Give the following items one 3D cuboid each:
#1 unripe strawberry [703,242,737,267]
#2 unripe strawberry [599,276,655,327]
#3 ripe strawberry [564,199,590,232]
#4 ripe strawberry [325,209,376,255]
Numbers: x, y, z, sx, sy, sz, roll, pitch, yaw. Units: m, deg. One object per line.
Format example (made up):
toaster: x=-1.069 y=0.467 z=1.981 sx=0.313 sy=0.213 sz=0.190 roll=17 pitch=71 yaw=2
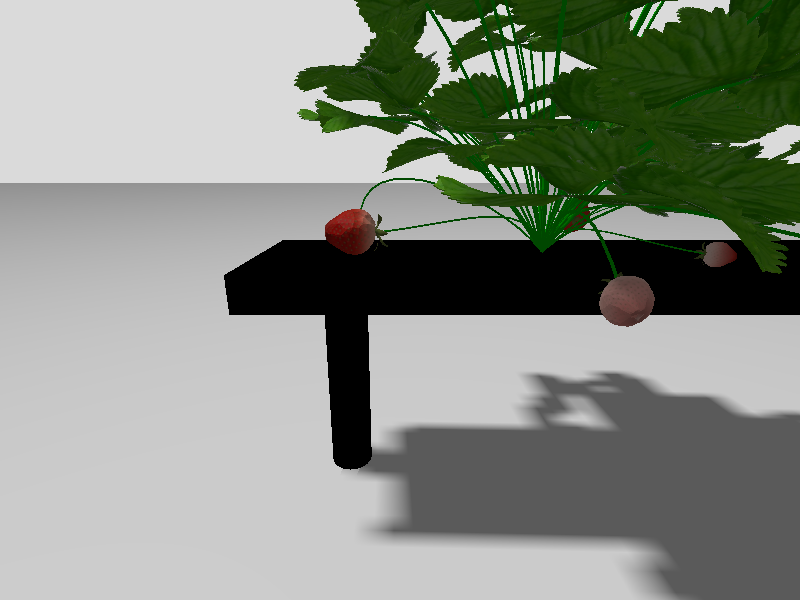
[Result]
unripe strawberry: x=0.234 y=-0.033 z=0.292 sx=0.019 sy=0.019 sz=0.021 roll=11 pitch=21 yaw=28
unripe strawberry: x=0.105 y=0.002 z=0.183 sx=0.022 sy=0.024 sz=0.024 roll=2 pitch=32 yaw=6
ripe strawberry: x=0.202 y=-0.098 z=0.463 sx=0.033 sy=0.038 sz=0.036 roll=11 pitch=20 yaw=31
ripe strawberry: x=-0.042 y=-0.058 z=0.336 sx=0.043 sy=0.037 sz=0.043 roll=-2 pitch=18 yaw=-4
